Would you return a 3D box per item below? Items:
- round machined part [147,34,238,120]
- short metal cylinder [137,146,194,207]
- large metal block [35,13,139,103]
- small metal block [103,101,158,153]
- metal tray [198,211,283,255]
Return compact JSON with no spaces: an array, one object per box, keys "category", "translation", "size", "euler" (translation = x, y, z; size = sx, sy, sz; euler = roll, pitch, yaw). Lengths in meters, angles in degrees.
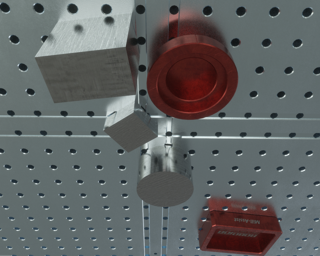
[{"category":"round machined part","translation":[0.035,-0.060,0.350],"size":[0.099,0.042,0.097],"euler":[0,130,0]},{"category":"short metal cylinder","translation":[0.007,0.072,0.456],"size":[0.081,0.050,0.079],"euler":[0,130,0]},{"category":"large metal block","translation":[-0.066,-0.072,0.313],"size":[0.080,0.080,0.050],"euler":[-5,130,4]},{"category":"small metal block","translation":[-0.038,-0.001,0.411],"size":[0.050,0.025,0.050],"euler":[-29,125,22]},{"category":"metal tray","translation":[0.147,0.199,0.578],"size":[0.131,0.030,0.089],"euler":[8,130,-7]}]
